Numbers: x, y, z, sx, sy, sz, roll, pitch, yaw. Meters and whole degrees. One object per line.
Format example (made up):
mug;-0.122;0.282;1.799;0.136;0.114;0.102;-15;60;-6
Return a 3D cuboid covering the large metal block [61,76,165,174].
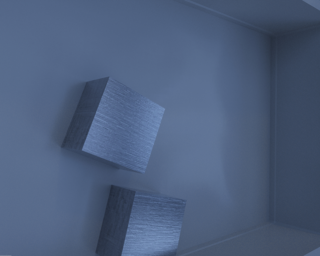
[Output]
large metal block;-0.050;-0.001;0.348;0.080;0.050;0.080;28;73;-37

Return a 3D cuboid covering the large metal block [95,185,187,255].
large metal block;-0.021;0.117;0.373;0.080;0.050;0.080;20;78;-38
